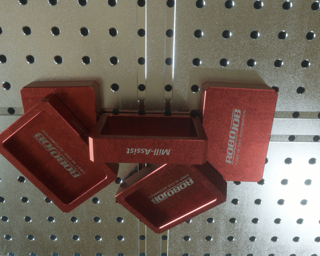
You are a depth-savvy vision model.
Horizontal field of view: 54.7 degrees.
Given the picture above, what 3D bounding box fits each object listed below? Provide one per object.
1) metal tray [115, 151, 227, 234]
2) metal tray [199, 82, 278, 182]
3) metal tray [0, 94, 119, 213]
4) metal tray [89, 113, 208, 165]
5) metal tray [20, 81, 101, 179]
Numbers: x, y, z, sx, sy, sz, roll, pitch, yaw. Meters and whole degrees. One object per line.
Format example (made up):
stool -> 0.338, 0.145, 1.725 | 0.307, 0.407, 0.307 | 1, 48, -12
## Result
metal tray -> 0.014, 0.087, 0.423 | 0.130, 0.030, 0.090 | -37, 108, 30
metal tray -> 0.097, 0.007, 0.414 | 0.091, 0.030, 0.129 | 3, 110, -2
metal tray -> -0.126, 0.035, 0.388 | 0.090, 0.030, 0.130 | -36, 107, 11
metal tray -> -0.013, 0.010, 0.381 | 0.131, 0.090, 0.030 | 1, 110, -1
metal tray -> -0.124, 0.005, 0.411 | 0.091, 0.030, 0.129 | -1, 111, 0
